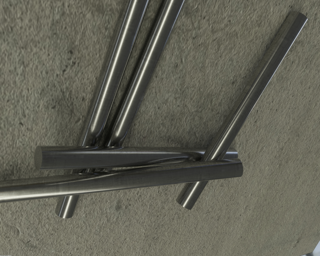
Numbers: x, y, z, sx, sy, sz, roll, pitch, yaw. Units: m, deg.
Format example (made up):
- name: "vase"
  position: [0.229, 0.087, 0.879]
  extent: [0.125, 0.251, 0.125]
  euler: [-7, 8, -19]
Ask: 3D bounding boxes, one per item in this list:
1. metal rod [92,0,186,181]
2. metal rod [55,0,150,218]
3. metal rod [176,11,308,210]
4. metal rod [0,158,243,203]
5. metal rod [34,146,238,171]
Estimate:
- name: "metal rod"
  position: [-0.023, -0.057, 0.359]
  extent: [0.025, 0.025, 0.298]
  euler: [12, 112, -34]
- name: "metal rod"
  position: [-0.070, -0.019, 0.356]
  extent: [0.025, 0.025, 0.298]
  euler: [10, 114, -33]
- name: "metal rod"
  position: [0.110, -0.022, 0.424]
  extent: [0.025, 0.025, 0.299]
  euler: [29, 94, -38]
- name: "metal rod"
  position: [-0.042, 0.062, 0.374]
  extent: [0.302, 0.025, 0.025]
  euler: [-4, 121, -14]
- name: "metal rod"
  position: [-0.003, 0.037, 0.403]
  extent: [0.302, 0.025, 0.025]
  euler: [3, 117, -38]
